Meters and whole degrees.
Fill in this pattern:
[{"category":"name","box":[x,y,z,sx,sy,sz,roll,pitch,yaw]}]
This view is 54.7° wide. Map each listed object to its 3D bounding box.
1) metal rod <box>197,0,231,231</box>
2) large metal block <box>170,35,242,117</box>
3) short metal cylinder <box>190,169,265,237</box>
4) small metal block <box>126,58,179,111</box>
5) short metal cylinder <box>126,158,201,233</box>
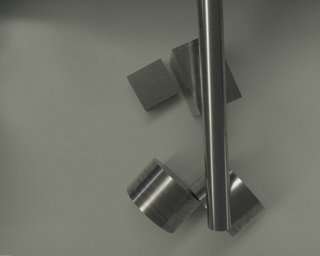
[{"category":"metal rod","box":[0.054,-0.042,0.313,0.025,0.025,0.298,-4,98,0]},{"category":"large metal block","box":[0.052,-0.061,0.385,0.050,0.080,0.080,-24,90,0]},{"category":"short metal cylinder","box":[0.082,0.087,0.385,0.050,0.080,0.080,-42,91,0]},{"category":"small metal block","box":[-0.009,-0.056,0.411,0.050,0.025,0.050,-29,90,-1]},{"category":"short metal cylinder","box":[0.005,0.082,0.384,0.080,0.080,0.050,42,90,-1]}]
